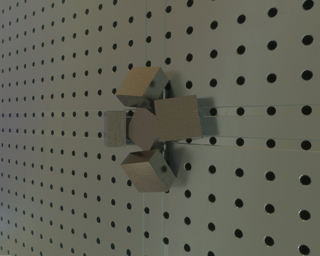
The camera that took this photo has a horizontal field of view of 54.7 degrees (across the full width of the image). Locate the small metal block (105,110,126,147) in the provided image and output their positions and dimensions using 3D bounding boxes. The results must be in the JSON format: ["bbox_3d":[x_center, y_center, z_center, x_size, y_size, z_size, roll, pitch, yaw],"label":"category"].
[{"bbox_3d":[-0.065,0.001,0.446,0.050,0.025,0.050,180,90,-74],"label":"small metal block"}]

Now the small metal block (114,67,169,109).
[{"bbox_3d":[-0.024,-0.054,0.411,0.050,0.025,0.050,8,59,39],"label":"small metal block"}]

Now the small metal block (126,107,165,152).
[{"bbox_3d":[-0.014,0.000,0.419,0.050,0.025,0.050,38,113,33],"label":"small metal block"}]

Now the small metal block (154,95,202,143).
[{"bbox_3d":[0.022,-0.010,0.374,0.050,0.025,0.050,-8,84,4],"label":"small metal block"}]

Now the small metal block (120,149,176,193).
[{"bbox_3d":[-0.015,0.057,0.404,0.050,0.025,0.050,-11,119,39],"label":"small metal block"}]
